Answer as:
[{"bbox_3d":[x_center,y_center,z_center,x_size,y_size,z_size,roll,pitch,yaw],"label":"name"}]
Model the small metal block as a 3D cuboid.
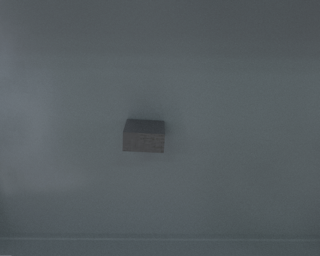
[{"bbox_3d":[-0.020,0.009,0.397,0.050,0.050,0.025,3,110,-2],"label":"small metal block"}]
